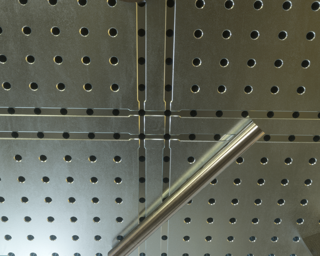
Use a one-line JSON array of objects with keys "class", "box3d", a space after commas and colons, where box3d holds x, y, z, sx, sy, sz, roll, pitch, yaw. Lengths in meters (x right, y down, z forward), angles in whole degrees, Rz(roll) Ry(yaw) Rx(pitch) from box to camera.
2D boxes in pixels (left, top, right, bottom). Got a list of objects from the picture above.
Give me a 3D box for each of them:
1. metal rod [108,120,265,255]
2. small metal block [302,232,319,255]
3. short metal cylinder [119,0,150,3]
[{"class": "metal rod", "box3d": [0.030, 0.101, 0.451, 0.025, 0.025, 0.299, 41, 105, -14]}, {"class": "small metal block", "box3d": [0.256, 0.186, 0.473, 0.050, 0.050, 0.025, -24, 109, 8]}, {"class": "short metal cylinder", "box3d": [-0.030, -0.178, 0.334, 0.081, 0.050, 0.079, 0, 110, -1]}]
